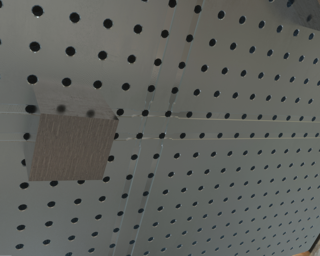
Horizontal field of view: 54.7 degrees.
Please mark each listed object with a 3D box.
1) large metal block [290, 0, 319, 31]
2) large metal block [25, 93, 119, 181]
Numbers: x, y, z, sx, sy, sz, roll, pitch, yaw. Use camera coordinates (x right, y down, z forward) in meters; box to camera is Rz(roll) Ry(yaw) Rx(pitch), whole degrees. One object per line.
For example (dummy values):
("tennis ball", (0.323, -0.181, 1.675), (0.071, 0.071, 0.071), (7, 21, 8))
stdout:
("large metal block", (0.222, -0.185, 0.405), (0.080, 0.050, 0.080), (-49, 129, 6))
("large metal block", (-0.101, 0.012, 0.348), (0.081, 0.050, 0.079), (5, 116, -31))
